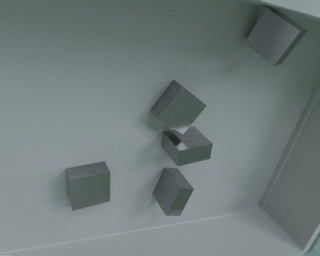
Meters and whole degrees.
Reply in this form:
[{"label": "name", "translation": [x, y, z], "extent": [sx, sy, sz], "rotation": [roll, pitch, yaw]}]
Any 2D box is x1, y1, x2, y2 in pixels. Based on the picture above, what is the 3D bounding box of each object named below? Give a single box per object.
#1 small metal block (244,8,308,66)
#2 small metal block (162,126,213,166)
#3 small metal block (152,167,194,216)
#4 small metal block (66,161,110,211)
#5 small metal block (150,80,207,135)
[{"label": "small metal block", "translation": [0.144, -0.114, 0.388], "extent": [0.025, 0.050, 0.050], "rotation": [-21, 150, -45]}, {"label": "small metal block", "translation": [0.036, 0.024, 0.427], "extent": [0.050, 0.050, 0.025], "rotation": [-10, 123, -23]}, {"label": "small metal block", "translation": [0.018, 0.094, 0.461], "extent": [0.025, 0.050, 0.050], "rotation": [11, 113, -33]}, {"label": "small metal block", "translation": [-0.093, 0.075, 0.404], "extent": [0.050, 0.025, 0.050], "rotation": [-9, 123, -24]}, {"label": "small metal block", "translation": [0.024, -0.027, 0.405], "extent": [0.050, 0.025, 0.050], "rotation": [32, 101, -38]}]
